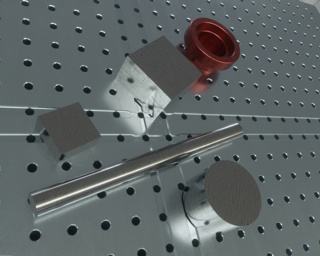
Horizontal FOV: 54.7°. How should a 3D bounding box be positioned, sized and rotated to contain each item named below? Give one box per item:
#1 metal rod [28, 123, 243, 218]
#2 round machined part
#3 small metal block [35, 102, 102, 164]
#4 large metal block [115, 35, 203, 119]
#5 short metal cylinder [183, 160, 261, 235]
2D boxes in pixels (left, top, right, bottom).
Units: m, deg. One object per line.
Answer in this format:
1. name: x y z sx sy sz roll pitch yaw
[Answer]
1. metal rod: -0.003 0.039 0.383 0.303 0.025 0.025 -16 71 -35
2. round machined part: 0.084 -0.137 0.528 0.099 0.042 0.098 14 56 -21
3. small metal block: -0.104 0.004 0.350 0.050 0.025 0.050 -27 77 -37
4. large metal block: -0.001 -0.073 0.438 0.080 0.050 0.080 46 51 3
5. short metal cylinder: 0.076 0.086 0.382 0.081 0.050 0.080 14 56 -21
